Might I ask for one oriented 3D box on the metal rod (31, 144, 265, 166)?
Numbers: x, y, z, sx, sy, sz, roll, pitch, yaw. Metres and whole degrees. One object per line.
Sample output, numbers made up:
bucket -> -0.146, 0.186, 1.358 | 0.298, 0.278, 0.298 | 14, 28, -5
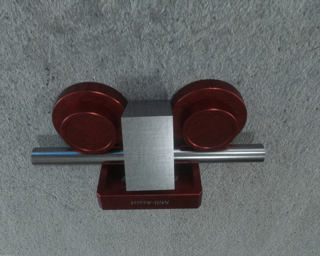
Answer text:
metal rod -> -0.015, 0.036, 0.412 | 0.302, 0.025, 0.025 | -1, 130, 0

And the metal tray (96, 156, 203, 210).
metal tray -> -0.013, 0.064, 0.420 | 0.131, 0.090, 0.030 | -1, 130, 0

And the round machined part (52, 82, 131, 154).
round machined part -> -0.086, -0.005, 0.389 | 0.099, 0.042, 0.097 | -1, 130, 0

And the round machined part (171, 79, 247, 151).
round machined part -> 0.060, -0.009, 0.390 | 0.099, 0.042, 0.097 | -1, 130, 0

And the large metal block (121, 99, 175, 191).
large metal block -> -0.011, 0.016, 0.350 | 0.050, 0.080, 0.079 | -2, 107, 0
